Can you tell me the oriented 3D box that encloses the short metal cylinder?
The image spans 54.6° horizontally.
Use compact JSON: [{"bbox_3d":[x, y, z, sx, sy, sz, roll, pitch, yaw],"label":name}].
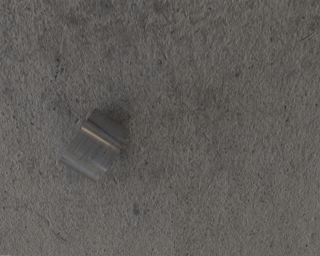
[{"bbox_3d":[-0.082,0.021,0.387,0.050,0.080,0.080,35,106,-12],"label":"short metal cylinder"}]
